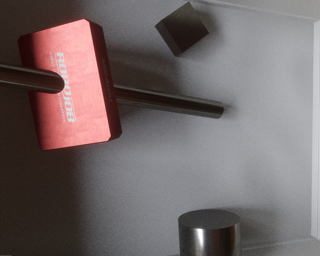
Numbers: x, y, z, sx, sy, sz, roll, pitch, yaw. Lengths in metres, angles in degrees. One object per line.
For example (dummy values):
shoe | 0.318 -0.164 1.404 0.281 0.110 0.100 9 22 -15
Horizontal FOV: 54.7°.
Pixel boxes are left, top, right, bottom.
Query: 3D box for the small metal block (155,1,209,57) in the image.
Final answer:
small metal block | 0.030 -0.134 0.423 0.050 0.025 0.050 -39 103 -16

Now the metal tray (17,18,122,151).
metal tray | -0.100 -0.045 0.346 0.090 0.030 0.129 -9 94 16

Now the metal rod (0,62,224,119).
metal rod | -0.050 -0.041 0.372 0.302 0.025 0.025 7 88 -28

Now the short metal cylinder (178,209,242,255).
short metal cylinder | 0.065 0.143 0.407 0.081 0.080 0.050 -4 92 -20
